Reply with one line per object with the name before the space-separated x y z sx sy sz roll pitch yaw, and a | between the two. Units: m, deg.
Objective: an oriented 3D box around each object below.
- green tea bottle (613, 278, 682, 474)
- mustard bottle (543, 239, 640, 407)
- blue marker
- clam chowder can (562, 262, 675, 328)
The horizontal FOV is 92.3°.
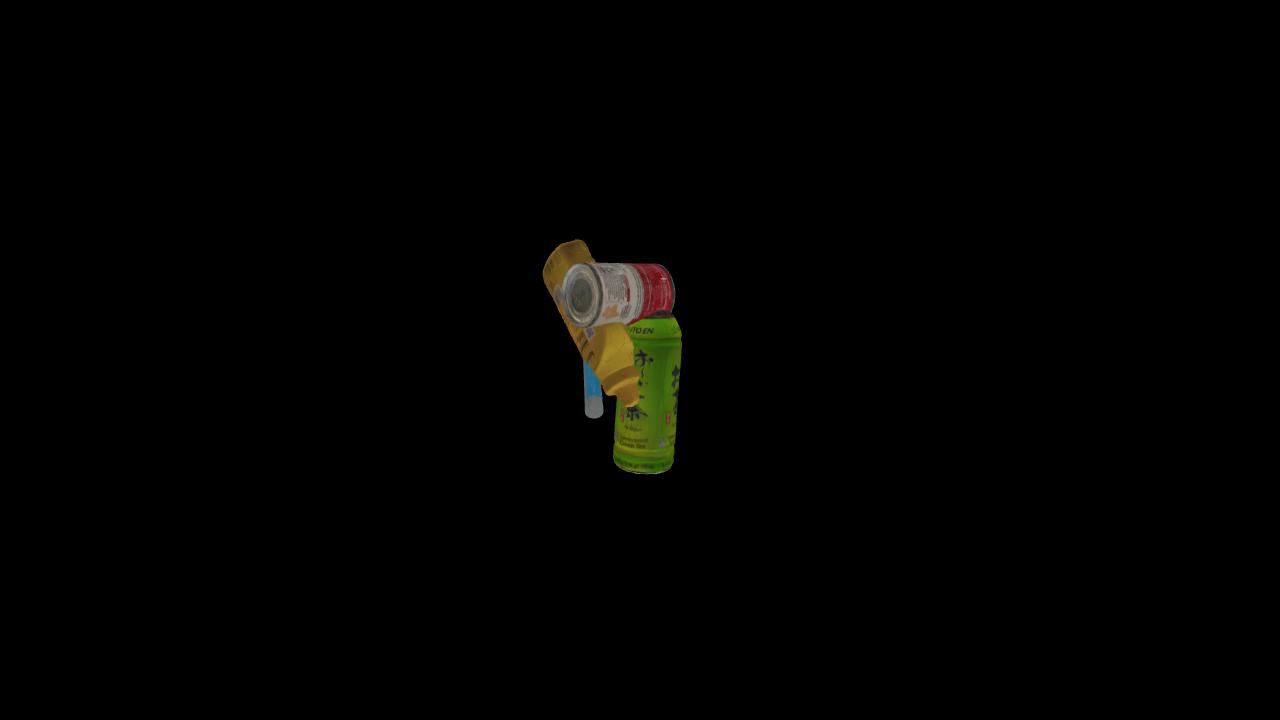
green tea bottle | 0.009 0.015 0.674 0.073 0.212 0.073 1 9 0
mustard bottle | -0.047 -0.031 0.665 0.054 0.184 0.092 -17 -18 -29
blue marker | -0.052 0.012 0.657 0.020 0.020 0.121 0 42 -8
clam chowder can | -0.022 -0.068 0.644 0.102 0.068 0.068 -6 4 -41
